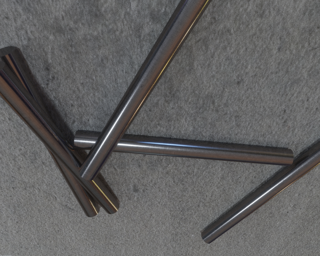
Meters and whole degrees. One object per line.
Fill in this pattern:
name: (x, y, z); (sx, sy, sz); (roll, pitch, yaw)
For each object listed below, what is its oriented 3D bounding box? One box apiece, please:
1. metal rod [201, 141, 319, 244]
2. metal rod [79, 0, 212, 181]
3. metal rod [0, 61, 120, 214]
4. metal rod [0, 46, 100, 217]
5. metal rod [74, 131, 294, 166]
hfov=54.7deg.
metal rod: (0.167, 0.109, 0.502); (0.025, 0.025, 0.298); (25, 126, -20)
metal rod: (-0.021, -0.046, 0.348); (0.025, 0.025, 0.298); (25, 120, -20)
metal rod: (-0.123, 0.037, 0.413); (0.025, 0.025, 0.299); (-13, 136, 10)
metal rod: (-0.141, 0.029, 0.429); (0.025, 0.025, 0.298); (-8, 130, 6)
metal rod: (0.036, 0.029, 0.432); (0.302, 0.025, 0.025); (5, 130, -5)
